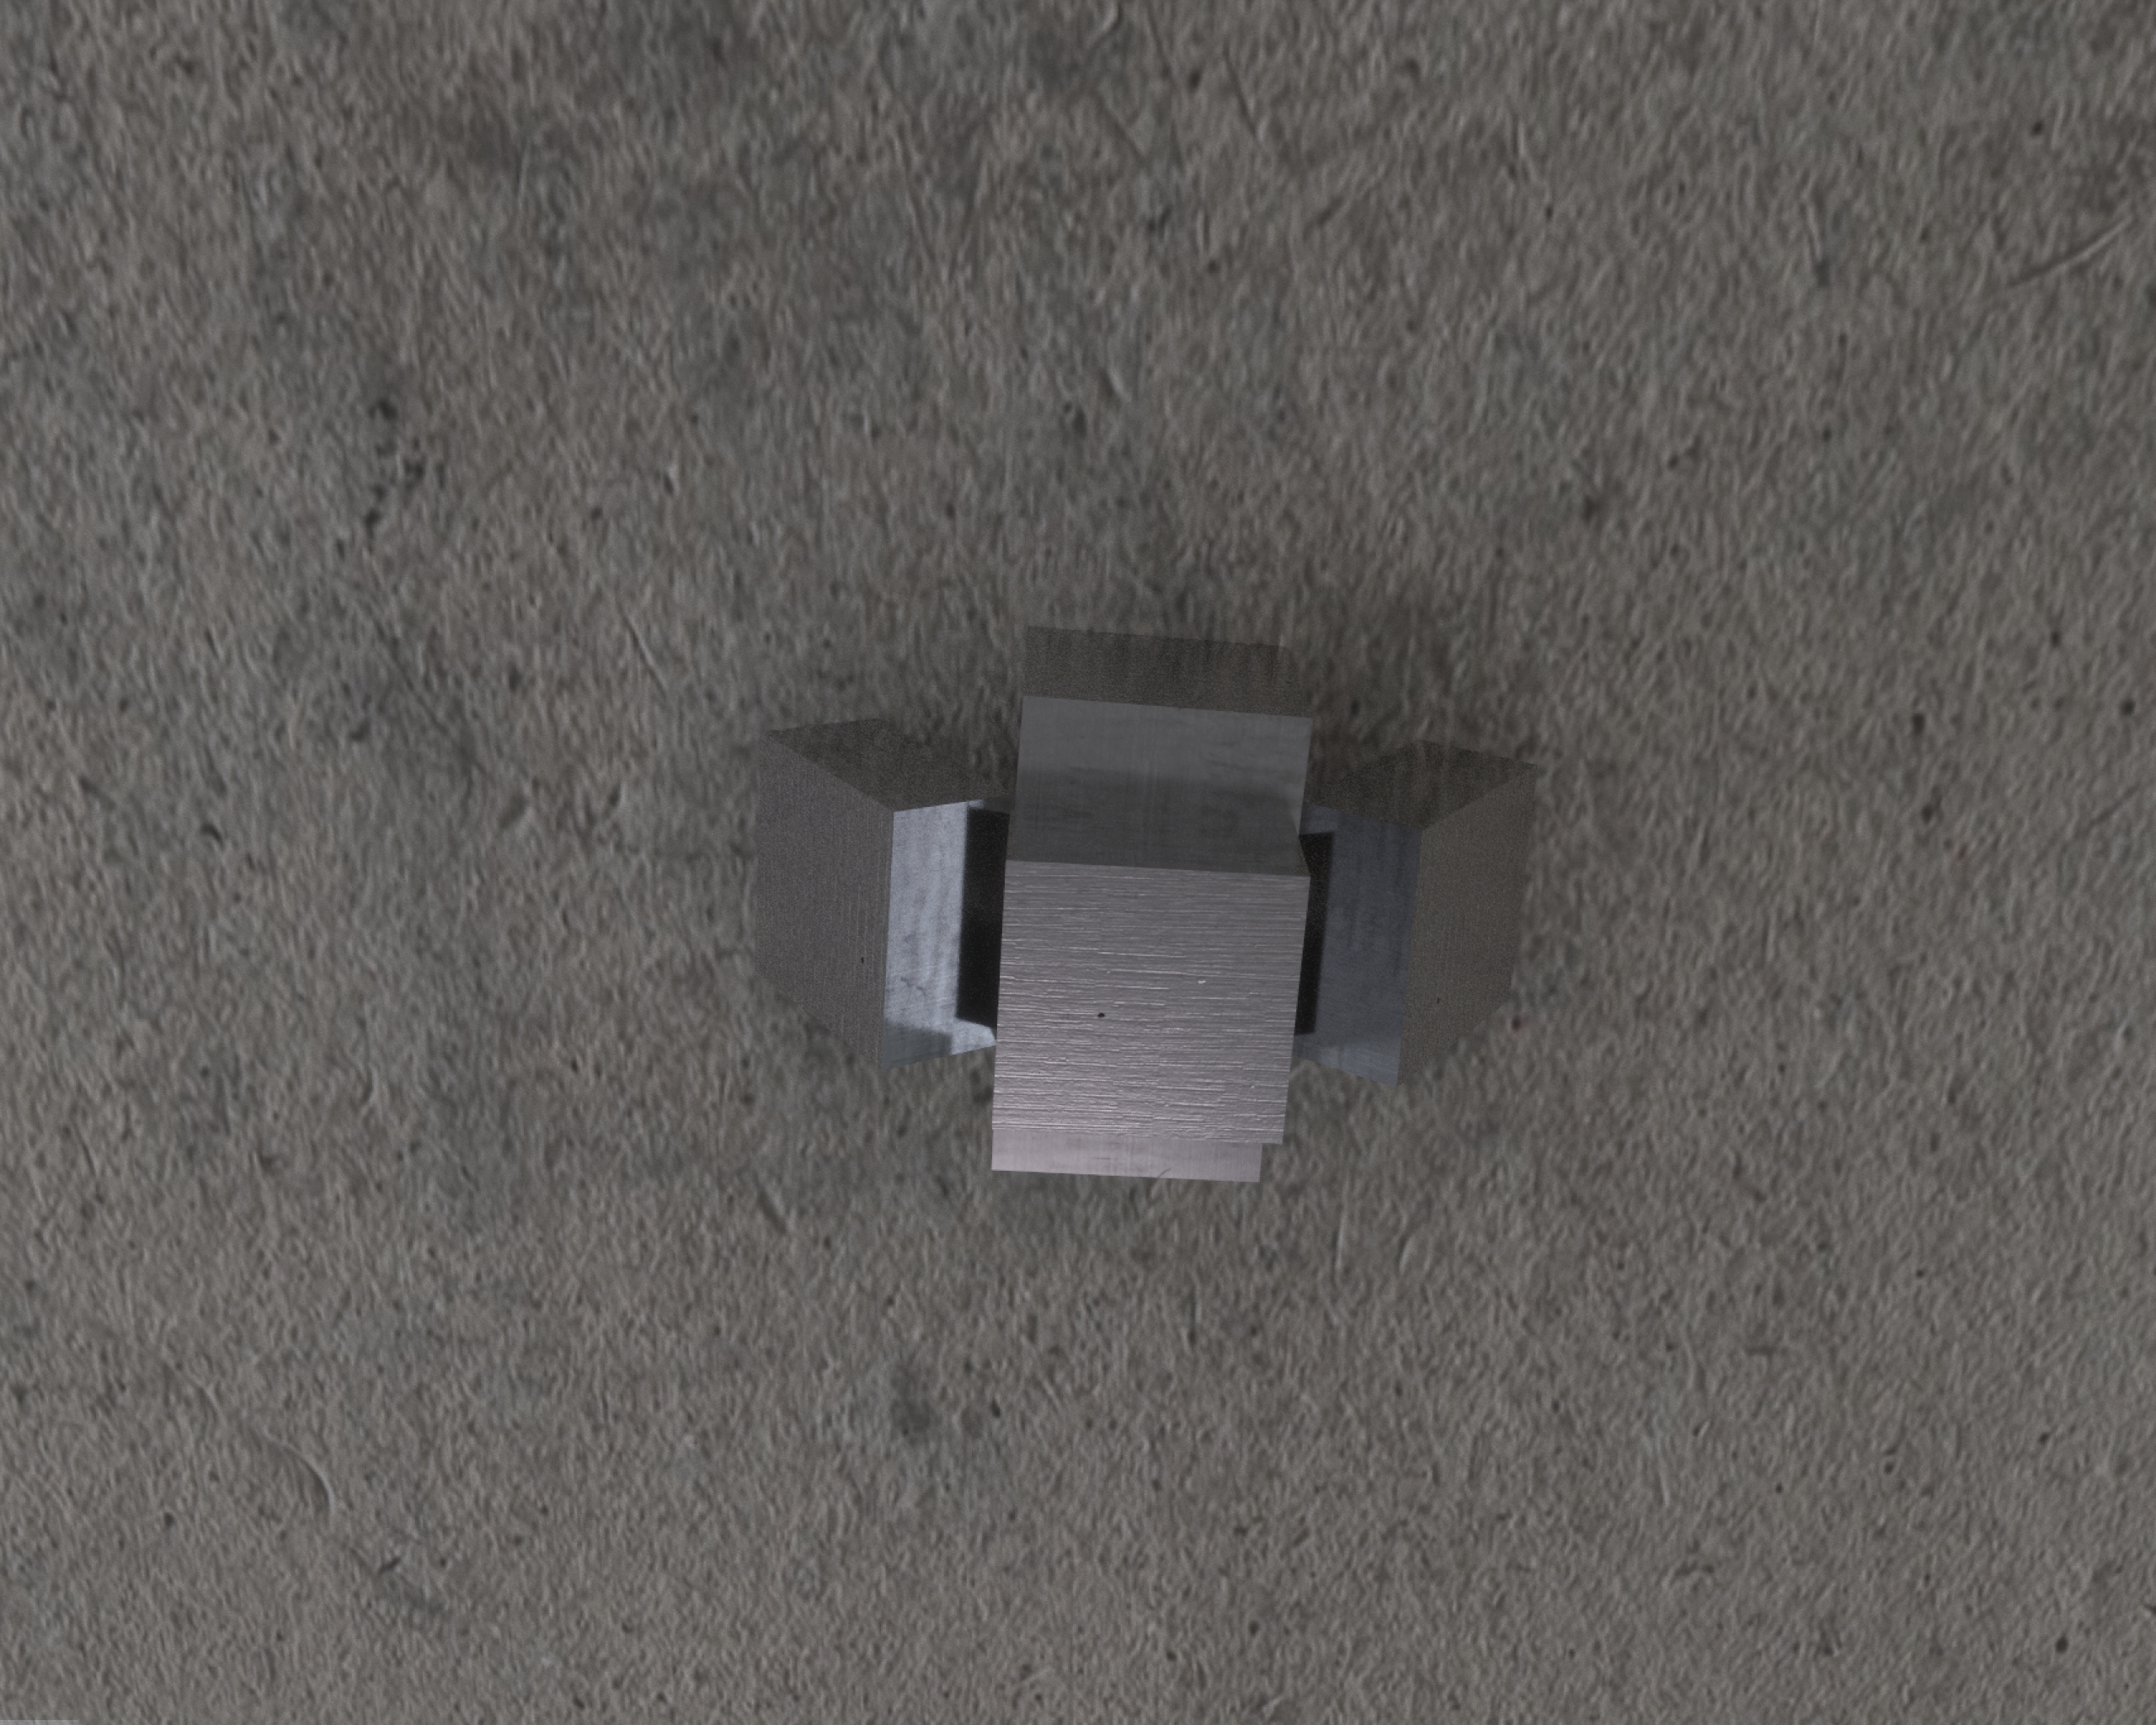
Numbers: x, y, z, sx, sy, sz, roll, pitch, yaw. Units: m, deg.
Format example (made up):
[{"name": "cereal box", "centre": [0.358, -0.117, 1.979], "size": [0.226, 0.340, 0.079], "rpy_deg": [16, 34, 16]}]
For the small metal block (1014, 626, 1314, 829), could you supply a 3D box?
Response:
[{"name": "small metal block", "centre": [0.015, -0.024, 0.388], "size": [0.050, 0.050, 0.025], "rpy_deg": [4, 110, -2]}]

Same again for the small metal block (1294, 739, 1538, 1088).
[{"name": "small metal block", "centre": [0.063, 0.008, 0.397], "size": [0.025, 0.050, 0.050], "rpy_deg": [15, 114, 32]}]

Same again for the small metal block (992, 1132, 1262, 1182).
[{"name": "small metal block", "centre": [0.010, 0.039, 0.411], "size": [0.050, 0.050, 0.025], "rpy_deg": [3, 110, -1]}]

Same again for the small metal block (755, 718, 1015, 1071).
[{"name": "small metal block", "centre": [-0.038, 0.005, 0.395], "size": [0.025, 0.050, 0.050], "rpy_deg": [-10, 115, -34]}]

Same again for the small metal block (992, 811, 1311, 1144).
[{"name": "small metal block", "centre": [0.012, 0.020, 0.364], "size": [0.050, 0.025, 0.050], "rpy_deg": [3, 110, -2]}]
